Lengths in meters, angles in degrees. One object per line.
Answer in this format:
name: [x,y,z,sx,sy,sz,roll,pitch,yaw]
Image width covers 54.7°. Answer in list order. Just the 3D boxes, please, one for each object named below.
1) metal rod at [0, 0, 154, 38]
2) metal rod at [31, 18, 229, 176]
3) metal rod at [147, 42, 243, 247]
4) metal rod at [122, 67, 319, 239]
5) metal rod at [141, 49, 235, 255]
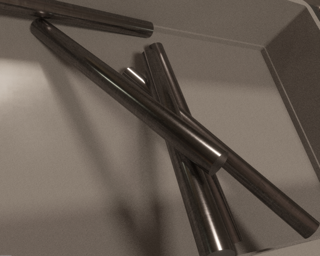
metal rod: [-0.137,-0.153,0.401,0.302,0.025,0.025,-2,63,-38]
metal rod: [-0.054,-0.051,0.332,0.025,0.025,0.300,-27,52,-37]
metal rod: [0.040,0.007,0.424,0.025,0.025,0.299,-6,65,-31]
metal rod: [0.064,0.021,0.390,0.300,0.025,0.025,41,50,15]
metal rod: [0.013,-0.004,0.332,0.025,0.025,0.300,11,37,-23]
